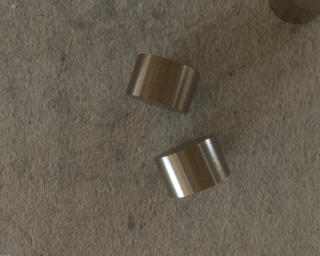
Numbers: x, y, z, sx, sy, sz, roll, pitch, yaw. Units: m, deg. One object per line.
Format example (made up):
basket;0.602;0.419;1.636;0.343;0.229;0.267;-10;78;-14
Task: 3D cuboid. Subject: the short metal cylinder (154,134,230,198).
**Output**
short metal cylinder;0.040;0.046;0.383;0.080;0.080;0.050;-23;90;0

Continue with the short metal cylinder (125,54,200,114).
short metal cylinder;0.003;-0.053;0.383;0.080;0.080;0.050;18;90;-1

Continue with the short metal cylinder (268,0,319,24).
short metal cylinder;0.188;-0.182;0.400;0.081;0.050;0.079;0;90;-1
